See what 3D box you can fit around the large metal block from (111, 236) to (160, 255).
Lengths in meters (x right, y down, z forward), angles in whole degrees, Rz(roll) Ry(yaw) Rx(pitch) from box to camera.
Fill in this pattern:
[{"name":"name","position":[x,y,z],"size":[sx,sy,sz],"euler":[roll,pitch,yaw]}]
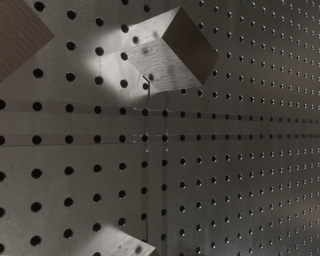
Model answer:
[{"name":"large metal block","position":[-0.031,0.193,0.369],"size":[0.080,0.050,0.080],"euler":[-39,114,-33]}]

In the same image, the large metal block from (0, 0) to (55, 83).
[{"name":"large metal block","position":[-0.155,-0.082,0.264],"size":[0.080,0.050,0.080],"euler":[52,60,-28]}]

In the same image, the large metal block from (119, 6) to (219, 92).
[{"name":"large metal block","position":[0.012,-0.093,0.385],"size":[0.080,0.080,0.050],"euler":[43,64,-32]}]
